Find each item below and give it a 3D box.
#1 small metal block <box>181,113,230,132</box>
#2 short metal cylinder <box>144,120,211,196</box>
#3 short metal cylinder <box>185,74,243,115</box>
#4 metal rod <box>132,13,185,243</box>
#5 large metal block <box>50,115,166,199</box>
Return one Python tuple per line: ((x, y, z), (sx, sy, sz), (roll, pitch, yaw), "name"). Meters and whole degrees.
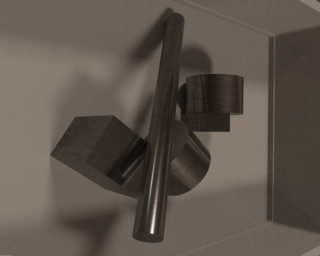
((0.065, -0.007, 0.448), (0.050, 0.050, 0.025), (1, 90, -40), "small metal block")
((0.015, 0.037, 0.386), (0.050, 0.080, 0.080), (48, 61, -30), "short metal cylinder")
((0.076, -0.044, 0.437), (0.081, 0.080, 0.050), (1, 89, -40), "short metal cylinder")
((0.006, -0.030, 0.338), (0.025, 0.025, 0.300), (38, 43, -34), "metal rod")
((-0.054, 0.031, 0.327), (0.080, 0.080, 0.050), (42, 65, -33), "large metal block")
